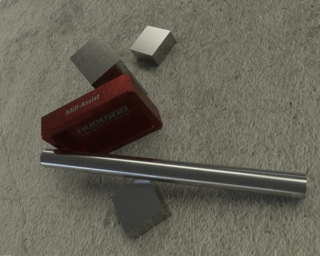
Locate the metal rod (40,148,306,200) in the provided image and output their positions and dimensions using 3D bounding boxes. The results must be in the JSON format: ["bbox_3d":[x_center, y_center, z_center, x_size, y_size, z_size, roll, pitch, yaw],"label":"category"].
[{"bbox_3d":[-0.003,0.047,0.347,0.301,0.025,0.025,4,63,19],"label":"metal rod"}]

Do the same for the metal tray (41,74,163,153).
[{"bbox_3d":[-0.074,-0.007,0.403,0.130,0.090,0.030,-26,53,12],"label":"metal tray"}]

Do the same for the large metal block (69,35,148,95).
[{"bbox_3d":[-0.074,-0.076,0.452,0.050,0.080,0.080,-42,51,-1],"label":"large metal block"}]

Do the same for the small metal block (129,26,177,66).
[{"bbox_3d":[-0.011,-0.130,0.488,0.050,0.025,0.050,26,76,36],"label":"small metal block"}]

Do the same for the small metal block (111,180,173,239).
[{"bbox_3d":[-0.022,0.090,0.359,0.050,0.025,0.050,-35,52,4],"label":"small metal block"}]
